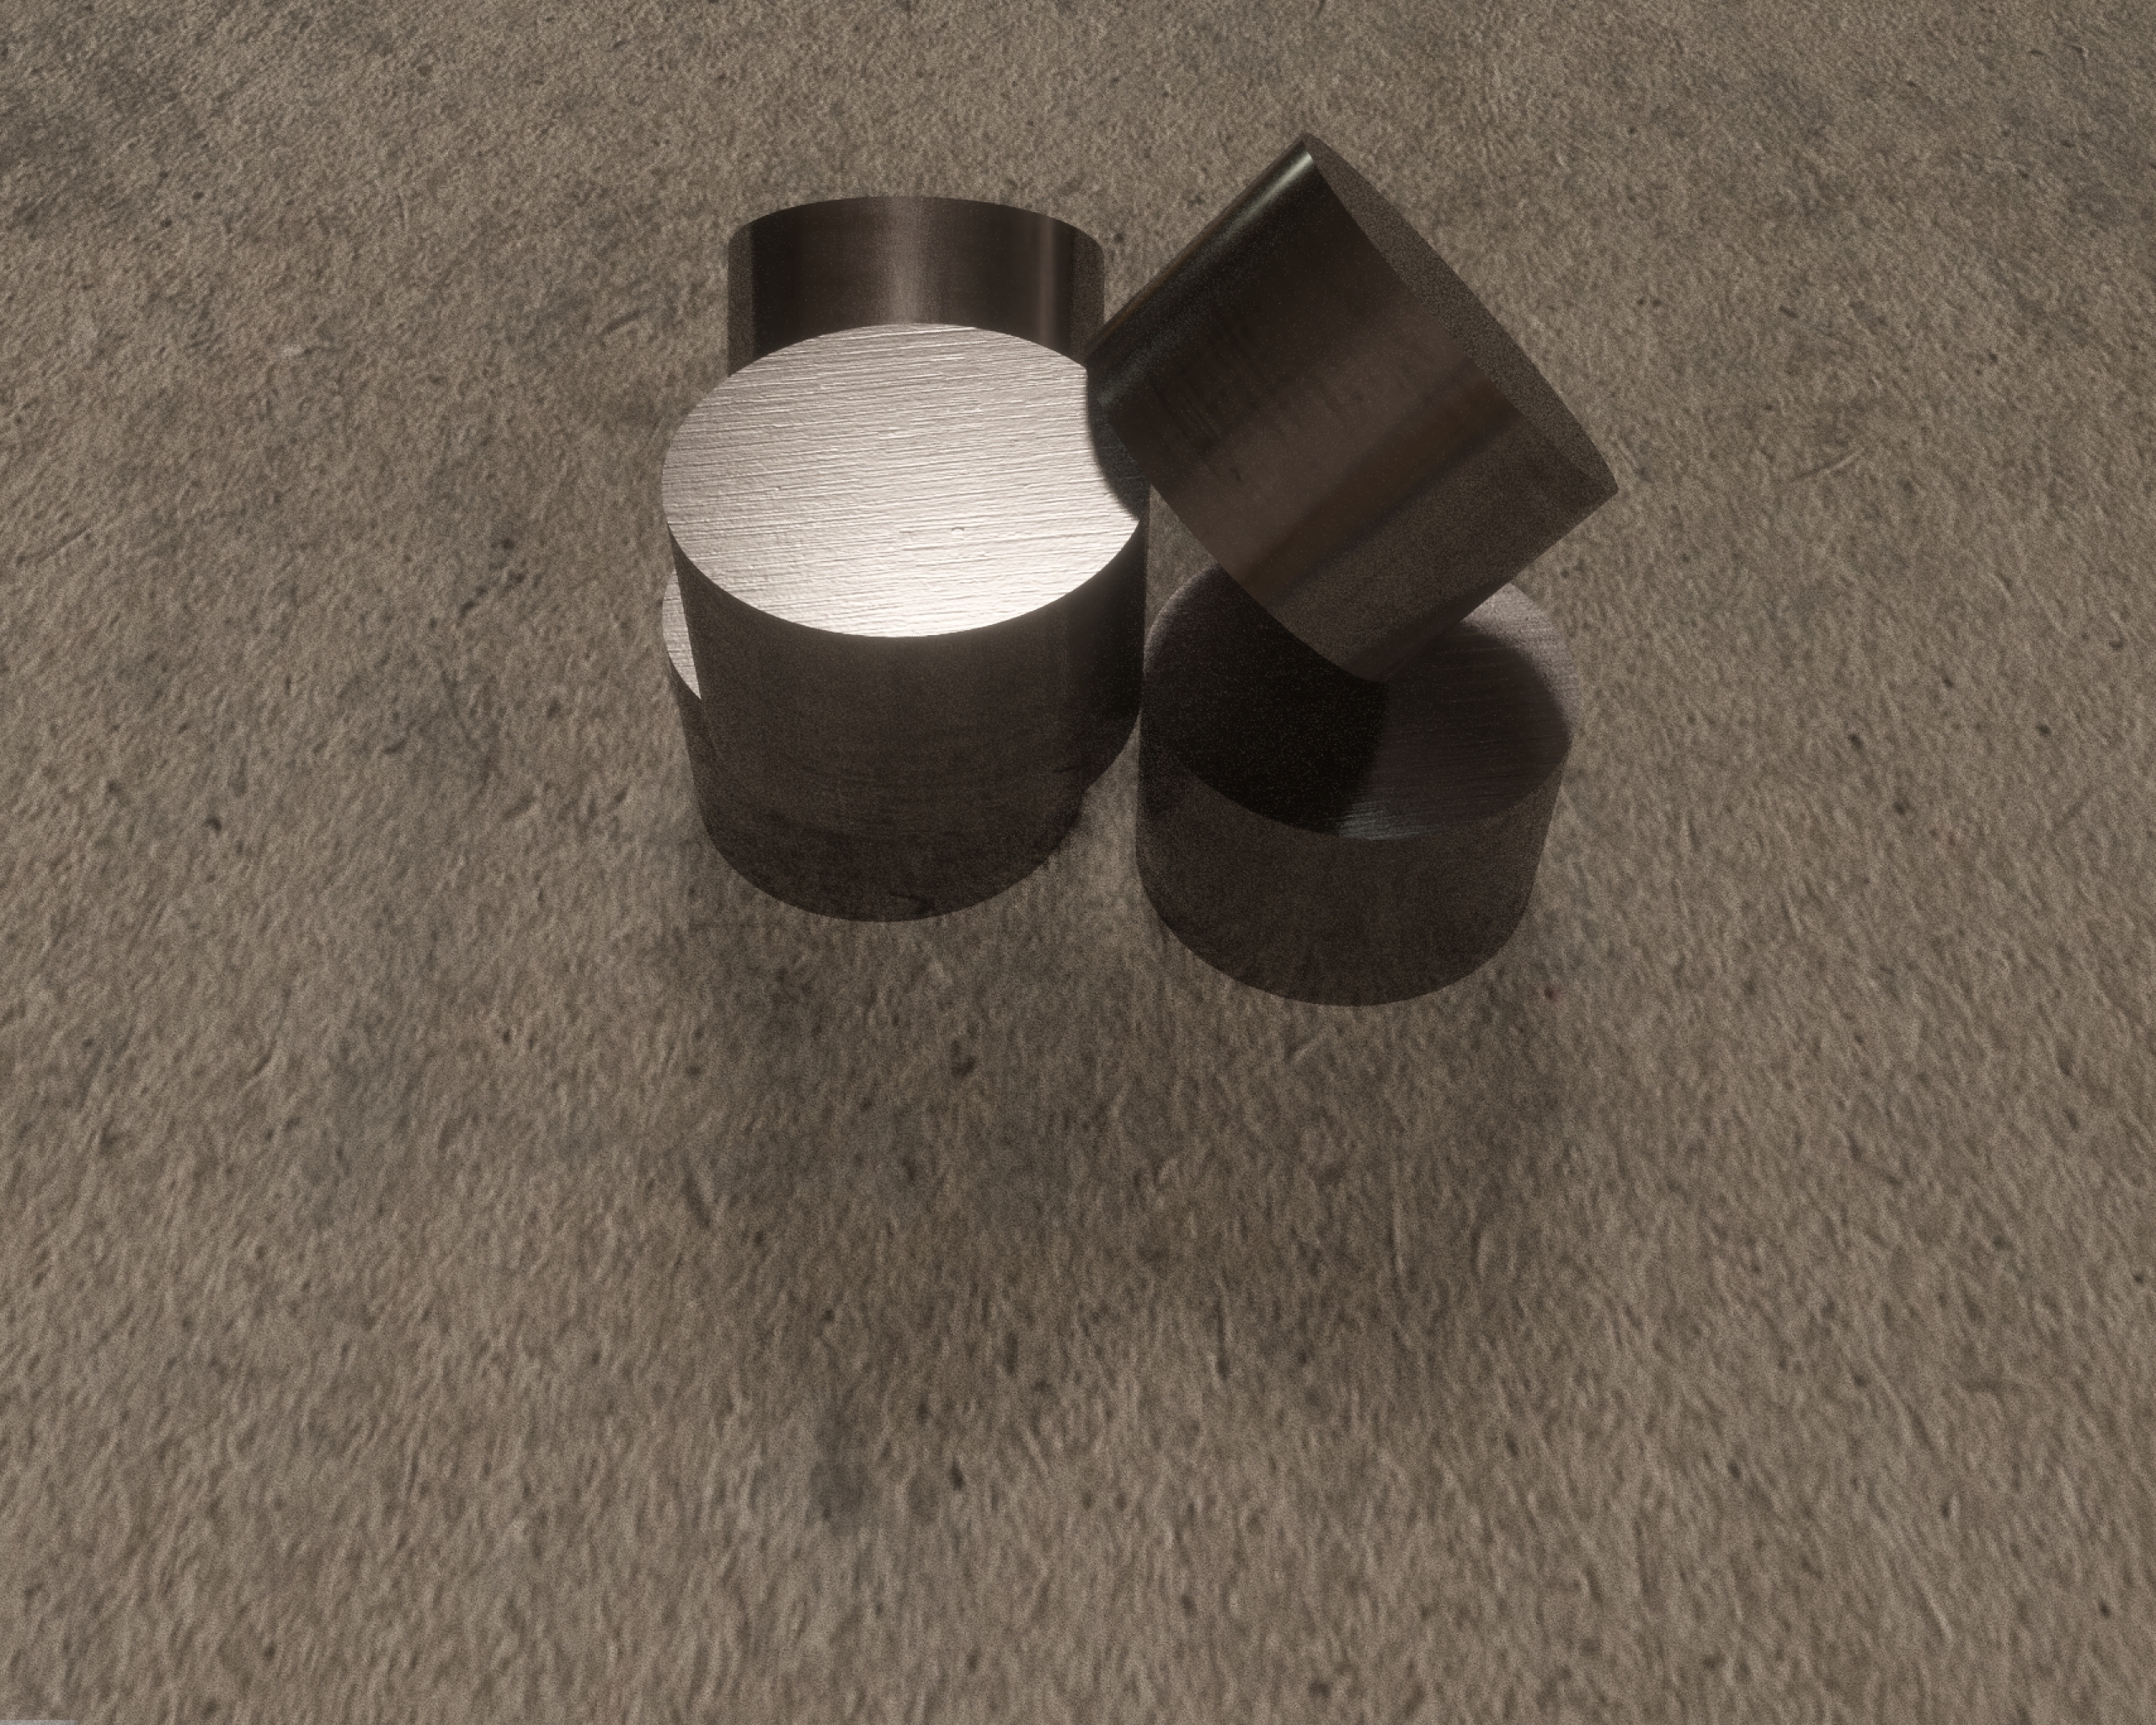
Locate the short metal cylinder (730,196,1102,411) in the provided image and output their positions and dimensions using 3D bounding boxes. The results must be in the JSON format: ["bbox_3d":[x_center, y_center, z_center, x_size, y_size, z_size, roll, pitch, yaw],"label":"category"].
[{"bbox_3d":[-0.035,-0.105,0.449,0.081,0.080,0.050,0,89,-1],"label":"short metal cylinder"}]

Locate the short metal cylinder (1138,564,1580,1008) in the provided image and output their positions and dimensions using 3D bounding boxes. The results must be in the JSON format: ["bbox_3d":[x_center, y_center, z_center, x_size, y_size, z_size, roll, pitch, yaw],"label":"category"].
[{"bbox_3d":[0.052,-0.019,0.404,0.081,0.050,0.080,0,50,0],"label":"short metal cylinder"}]

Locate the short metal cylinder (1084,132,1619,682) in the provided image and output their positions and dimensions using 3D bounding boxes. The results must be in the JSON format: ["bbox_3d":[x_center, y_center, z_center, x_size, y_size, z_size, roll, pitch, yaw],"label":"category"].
[{"bbox_3d":[0.047,-0.078,0.361,0.050,0.080,0.080,-41,49,22],"label":"short metal cylinder"}]

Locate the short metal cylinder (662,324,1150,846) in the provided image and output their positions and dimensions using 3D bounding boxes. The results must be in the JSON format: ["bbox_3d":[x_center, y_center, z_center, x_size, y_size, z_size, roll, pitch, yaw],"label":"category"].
[{"bbox_3d":[-0.028,-0.049,0.364,0.081,0.050,0.080,0,50,0],"label":"short metal cylinder"}]

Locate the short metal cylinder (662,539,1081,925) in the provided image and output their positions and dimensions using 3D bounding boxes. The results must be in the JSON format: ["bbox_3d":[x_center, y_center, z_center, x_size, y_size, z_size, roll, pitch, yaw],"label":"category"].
[{"bbox_3d":[-0.039,-0.034,0.416,0.081,0.050,0.080,0,50,0],"label":"short metal cylinder"}]
